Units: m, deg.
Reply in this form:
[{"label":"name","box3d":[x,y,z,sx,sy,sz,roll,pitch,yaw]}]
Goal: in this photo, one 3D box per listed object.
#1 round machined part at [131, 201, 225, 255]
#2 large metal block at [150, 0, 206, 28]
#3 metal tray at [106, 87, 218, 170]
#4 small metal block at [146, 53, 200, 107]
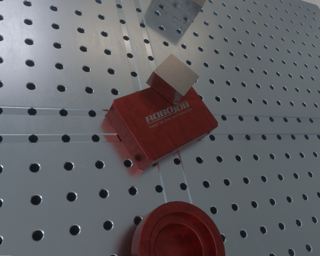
[{"label":"round machined part","box3d":[0.016,0.131,0.326,0.099,0.042,0.098,14,56,-21]},{"label":"large metal block","box3d":[0.040,-0.241,0.561,0.080,0.050,0.080,30,52,-9]},{"label":"metal tray","box3d":[0.006,-0.012,0.415,0.131,0.030,0.090,-25,75,-37]},{"label":"small metal block","box3d":[0.018,-0.065,0.418,0.050,0.025,0.050,39,51,-1]}]
